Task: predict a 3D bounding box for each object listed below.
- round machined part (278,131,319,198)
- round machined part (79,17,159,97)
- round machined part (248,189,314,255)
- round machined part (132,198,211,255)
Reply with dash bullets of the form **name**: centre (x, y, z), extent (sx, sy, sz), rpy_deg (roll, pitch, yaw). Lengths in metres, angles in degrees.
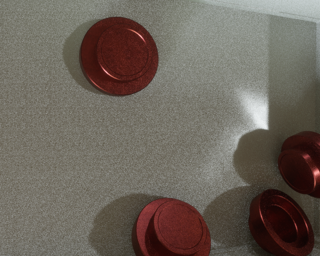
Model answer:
- **round machined part**: centre (0.212, 0.057, 0.449), extent (0.042, 0.098, 0.097), rpy_deg (-20, 97, -19)
- **round machined part**: centre (-0.048, -0.089, 0.384), extent (0.099, 0.042, 0.097), rpy_deg (0, 90, -20)
- **round machined part**: centre (0.168, 0.141, 0.446), extent (0.099, 0.042, 0.098), rpy_deg (20, 44, -20)
- **round machined part**: centre (0.018, 0.129, 0.380), extent (0.099, 0.042, 0.098), rpy_deg (13, 45, -13)
